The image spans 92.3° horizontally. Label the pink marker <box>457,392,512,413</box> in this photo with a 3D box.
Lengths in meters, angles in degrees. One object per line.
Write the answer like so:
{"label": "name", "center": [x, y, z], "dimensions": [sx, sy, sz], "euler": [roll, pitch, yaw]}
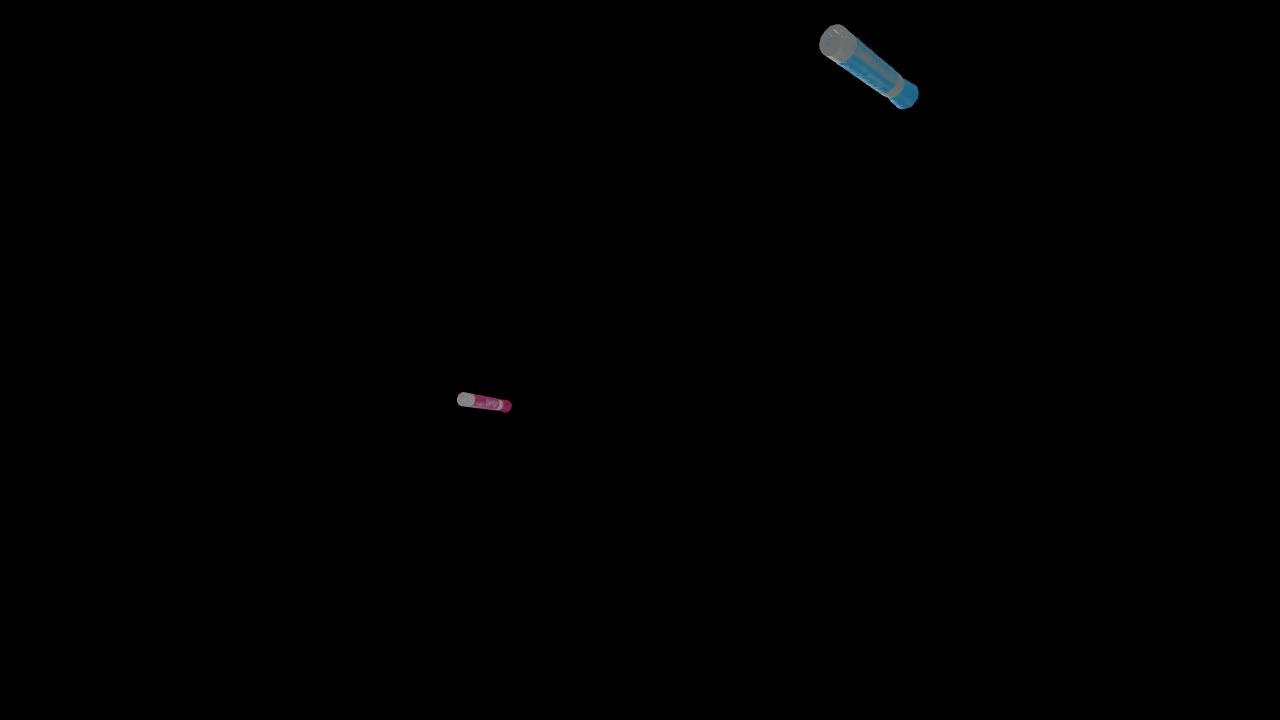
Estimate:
{"label": "pink marker", "center": [-0.214, 0.060, 0.862], "dimensions": [0.020, 0.020, 0.121], "euler": [0, -9, 17]}

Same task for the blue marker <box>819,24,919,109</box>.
{"label": "blue marker", "center": [0.163, -0.201, 0.429], "dimensions": [0.121, 0.020, 0.020], "euler": [1, 0, -45]}
